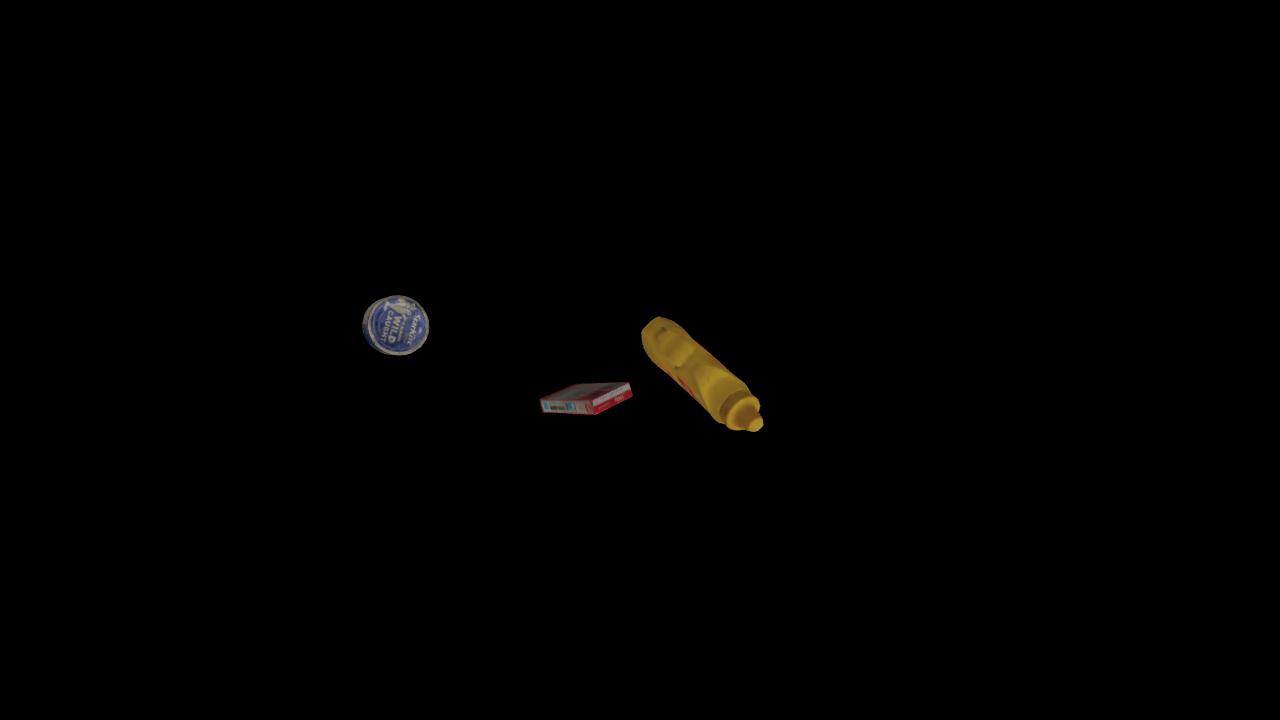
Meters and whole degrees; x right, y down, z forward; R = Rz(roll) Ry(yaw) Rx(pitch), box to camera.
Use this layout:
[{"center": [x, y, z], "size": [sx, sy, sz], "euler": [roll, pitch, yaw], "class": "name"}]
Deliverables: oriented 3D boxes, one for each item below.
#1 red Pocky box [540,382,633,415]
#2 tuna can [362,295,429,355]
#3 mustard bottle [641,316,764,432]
[{"center": [-0.090, 0.062, 1.008], "size": [0.083, 0.028, 0.155], "euler": [-25, 13, -38], "class": "red Pocky box"}, {"center": [-0.344, -0.048, 0.866], "size": [0.084, 0.084, 0.034], "euler": [0, 0, -39], "class": "tuna can"}, {"center": [0.074, 0.022, 0.680], "size": [0.184, 0.054, 0.092], "euler": [45, -8, 48], "class": "mustard bottle"}]
